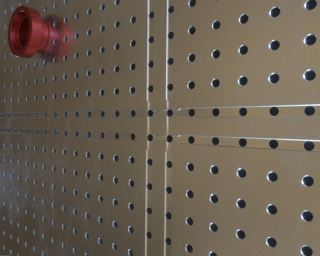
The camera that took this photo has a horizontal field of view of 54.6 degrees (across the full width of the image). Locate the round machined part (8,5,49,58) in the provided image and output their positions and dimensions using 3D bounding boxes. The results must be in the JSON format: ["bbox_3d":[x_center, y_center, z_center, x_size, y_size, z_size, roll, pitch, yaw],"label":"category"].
[{"bbox_3d":[-0.257,-0.187,0.613,0.098,0.042,0.097,0,90,40],"label":"round machined part"}]
